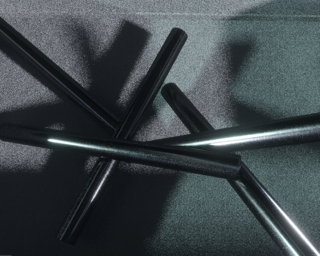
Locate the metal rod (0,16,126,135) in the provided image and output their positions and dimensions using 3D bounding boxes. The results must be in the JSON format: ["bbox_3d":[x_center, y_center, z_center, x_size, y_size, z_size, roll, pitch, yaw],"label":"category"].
[{"bbox_3d":[-0.165,-0.091,0.415,0.300,0.025,0.025,40,75,3],"label":"metal rod"}]

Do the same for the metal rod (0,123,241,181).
[{"bbox_3d":[-0.063,0.022,0.352,0.301,0.025,0.025,7,69,21],"label":"metal rod"}]

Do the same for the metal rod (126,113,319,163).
[{"bbox_3d":[0.075,0.011,0.308,0.300,0.025,0.025,-11,65,38],"label":"metal rod"}]

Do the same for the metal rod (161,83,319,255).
[{"bbox_3d":[0.075,0.040,0.331,0.025,0.025,0.300,-26,47,-9],"label":"metal rod"}]

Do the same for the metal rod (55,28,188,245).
[{"bbox_3d":[-0.039,-0.003,0.387,0.025,0.025,0.300,25,74,8],"label":"metal rod"}]
